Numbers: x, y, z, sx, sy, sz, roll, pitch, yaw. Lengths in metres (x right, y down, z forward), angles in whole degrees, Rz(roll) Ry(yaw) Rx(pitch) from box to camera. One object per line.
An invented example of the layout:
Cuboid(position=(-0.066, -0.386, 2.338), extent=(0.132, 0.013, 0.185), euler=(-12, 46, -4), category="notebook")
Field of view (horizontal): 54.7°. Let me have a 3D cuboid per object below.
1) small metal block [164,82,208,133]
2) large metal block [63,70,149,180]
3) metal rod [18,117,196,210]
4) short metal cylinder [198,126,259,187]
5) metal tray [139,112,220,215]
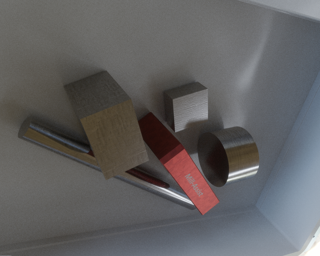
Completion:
Cuboid(position=(0.035, -0.028, 0.409), extent=(0.050, 0.025, 0.050), euler=(-19, 126, -18), category="small metal block")
Cuboid(position=(-0.059, -0.005, 0.337), extent=(0.050, 0.080, 0.080), euler=(-24, 128, -14), category="large metal block")
Cuboid(position=(-0.044, 0.062, 0.422), extent=(0.301, 0.025, 0.025), euler=(32, 100, -39), category="metal rod")
Cuboid(position=(0.097, 0.041, 0.452), extent=(0.050, 0.080, 0.079), euler=(-11, 123, -22), category="short metal cylinder")
Cuboid(position=(0.022, 0.048, 0.407), extent=(0.030, 0.090, 0.130), euler=(-38, 130, -4), category="metal tray")
